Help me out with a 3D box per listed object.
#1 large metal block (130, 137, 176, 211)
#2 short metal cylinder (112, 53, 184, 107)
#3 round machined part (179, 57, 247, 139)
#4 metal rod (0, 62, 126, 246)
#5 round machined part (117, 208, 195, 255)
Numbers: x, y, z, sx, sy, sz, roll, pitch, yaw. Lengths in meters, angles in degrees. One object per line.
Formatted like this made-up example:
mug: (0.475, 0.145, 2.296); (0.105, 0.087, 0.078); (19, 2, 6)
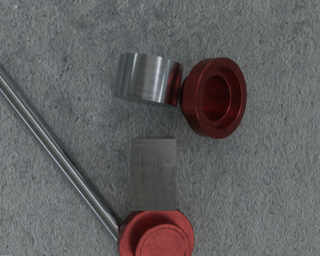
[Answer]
large metal block: (-0.007, 0.052, 0.383); (0.050, 0.080, 0.080); (0, 90, 0)
short metal cylinder: (-0.014, -0.057, 0.382); (0.080, 0.080, 0.050); (10, 90, 0)
round machined part: (0.062, -0.037, 0.385); (0.099, 0.042, 0.097); (-7, 101, -41)
metal rod: (-0.137, 0.030, 0.408); (0.025, 0.025, 0.300); (-38, 90, 0)
round machined part: (-0.001, 0.147, 0.389); (0.099, 0.042, 0.097); (-1, 92, -17)
